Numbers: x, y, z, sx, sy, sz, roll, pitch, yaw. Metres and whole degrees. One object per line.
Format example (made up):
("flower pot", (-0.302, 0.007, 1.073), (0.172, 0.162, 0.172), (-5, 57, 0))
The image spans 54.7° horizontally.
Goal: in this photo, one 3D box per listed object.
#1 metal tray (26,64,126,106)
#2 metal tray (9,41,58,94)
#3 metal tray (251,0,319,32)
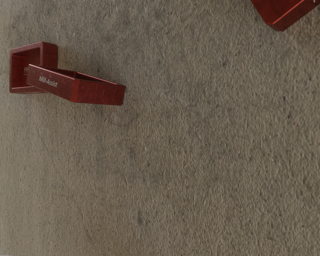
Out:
("metal tray", (-0.127, -0.065, 0.467), (0.130, 0.091, 0.030), (21, 104, 38))
("metal tray", (-0.251, -0.114, 0.608), (0.130, 0.030, 0.089), (3, 92, 40))
("metal tray", (0.139, -0.167, 0.287), (0.130, 0.030, 0.090), (-37, 68, 33))
